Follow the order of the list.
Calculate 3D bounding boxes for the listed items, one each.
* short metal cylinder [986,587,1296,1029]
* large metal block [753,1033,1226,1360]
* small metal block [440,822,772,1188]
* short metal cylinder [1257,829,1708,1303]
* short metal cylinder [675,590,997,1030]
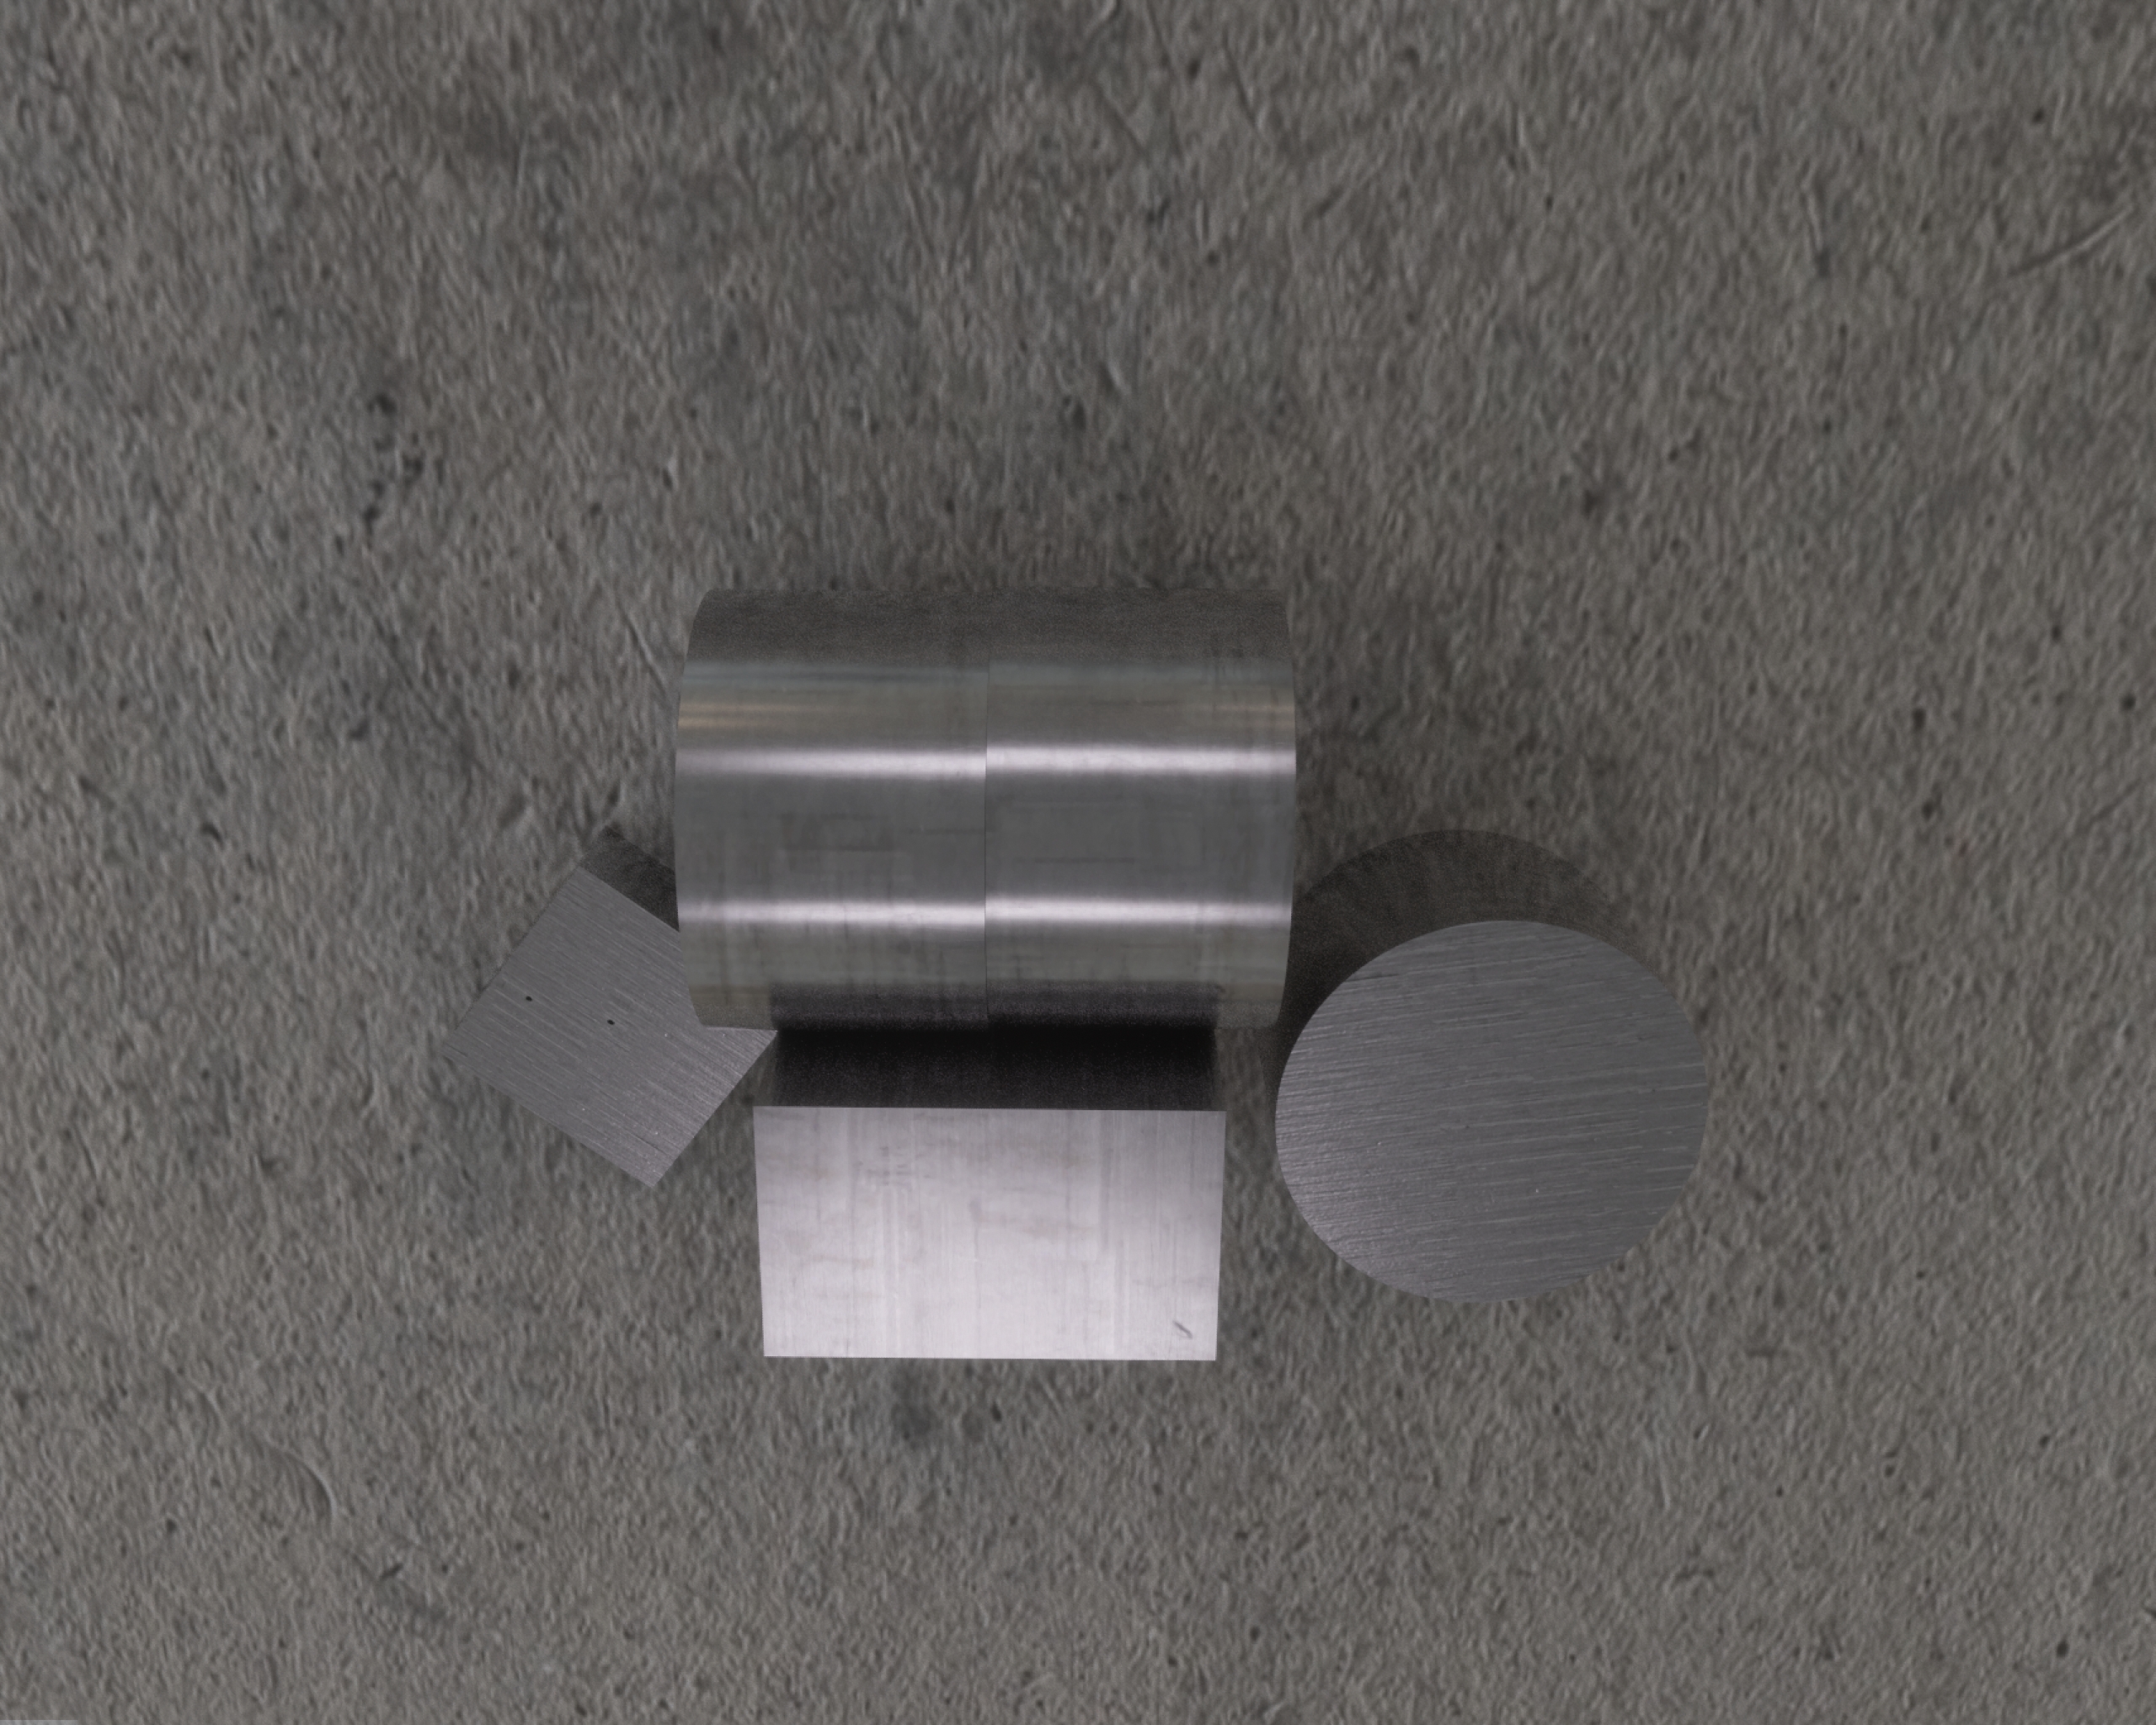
[{"bbox_3d":[0.010,-0.010,0.379,0.050,0.080,0.079,1,110,0],"label":"short metal cylinder"},{"bbox_3d":[-0.015,0.051,0.401,0.081,0.080,0.050,1,110,-1],"label":"large metal block"},{"bbox_3d":[-0.090,0.029,0.421,0.050,0.025,0.050,36,106,-13],"label":"small metal block"},{"bbox_3d":[0.077,0.039,0.412,0.081,0.050,0.079,0,110,0],"label":"short metal cylinder"},{"bbox_3d":[-0.040,-0.009,0.378,0.050,0.080,0.079,1,110,0],"label":"short metal cylinder"}]
